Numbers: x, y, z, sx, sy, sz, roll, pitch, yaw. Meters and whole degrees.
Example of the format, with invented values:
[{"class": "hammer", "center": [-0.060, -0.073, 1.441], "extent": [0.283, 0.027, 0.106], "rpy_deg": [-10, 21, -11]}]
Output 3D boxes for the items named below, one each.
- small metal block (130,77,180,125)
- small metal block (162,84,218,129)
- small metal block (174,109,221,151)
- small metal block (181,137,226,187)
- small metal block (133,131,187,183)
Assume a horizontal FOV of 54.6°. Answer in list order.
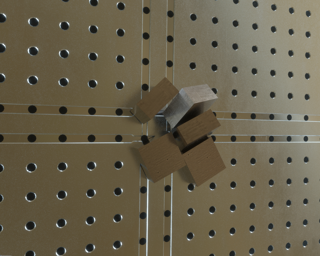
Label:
[{"class": "small metal block", "center": [-0.008, -0.033, 0.394], "extent": [0.025, 0.050, 0.050], "rpy_deg": [46, 76, -5]}, {"class": "small metal block", "center": [0.039, -0.029, 0.402], "extent": [0.050, 0.050, 0.025], "rpy_deg": [-16, 64, -44]}, {"class": "small metal block", "center": [0.047, 0.004, 0.411], "extent": [0.050, 0.050, 0.025], "rpy_deg": [-28, 80, -12]}, {"class": "small metal block", "center": [0.056, 0.046, 0.433], "extent": [0.050, 0.025, 0.050], "rpy_deg": [-30, 100, -18]}, {"class": "small metal block", "center": [-0.001, 0.037, 0.412], "extent": [0.050, 0.025, 0.050], "rpy_deg": [-27, 99, -18]}]
